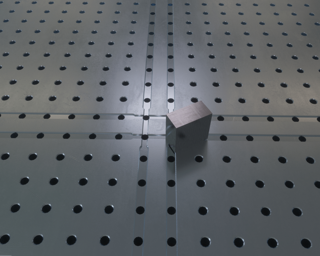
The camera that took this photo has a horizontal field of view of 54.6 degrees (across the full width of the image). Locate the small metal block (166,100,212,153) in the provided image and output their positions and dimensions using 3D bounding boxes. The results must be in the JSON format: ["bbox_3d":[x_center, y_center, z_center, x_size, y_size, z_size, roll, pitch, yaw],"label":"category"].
[{"bbox_3d":[0.035,-0.001,0.393,0.050,0.050,0.025,-22,54,-17],"label":"small metal block"}]
